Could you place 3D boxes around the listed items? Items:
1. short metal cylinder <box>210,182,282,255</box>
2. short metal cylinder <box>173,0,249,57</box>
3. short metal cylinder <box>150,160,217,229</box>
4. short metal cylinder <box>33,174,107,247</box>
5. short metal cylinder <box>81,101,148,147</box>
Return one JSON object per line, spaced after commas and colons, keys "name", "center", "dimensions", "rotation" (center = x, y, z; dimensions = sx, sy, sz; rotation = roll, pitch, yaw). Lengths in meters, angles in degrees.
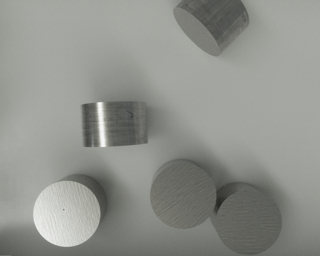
{"name": "short metal cylinder", "center": [0.108, 0.114, 0.400], "dimensions": [0.081, 0.050, 0.079], "rotation": [0, 90, -1]}
{"name": "short metal cylinder", "center": [0.063, -0.136, 0.385], "dimensions": [0.080, 0.080, 0.050], "rotation": [44, 90, -1]}
{"name": "short metal cylinder", "center": [0.028, 0.082, 0.399], "dimensions": [0.081, 0.050, 0.079], "rotation": [0, 90, -1]}
{"name": "short metal cylinder", "center": [-0.112, 0.103, 0.398], "dimensions": [0.081, 0.050, 0.079], "rotation": [0, 90, -1]}
{"name": "short metal cylinder", "center": [-0.056, -0.004, 0.383], "dimensions": [0.081, 0.080, 0.050], "rotation": [-3, 90, -1]}
